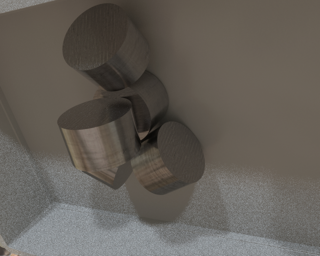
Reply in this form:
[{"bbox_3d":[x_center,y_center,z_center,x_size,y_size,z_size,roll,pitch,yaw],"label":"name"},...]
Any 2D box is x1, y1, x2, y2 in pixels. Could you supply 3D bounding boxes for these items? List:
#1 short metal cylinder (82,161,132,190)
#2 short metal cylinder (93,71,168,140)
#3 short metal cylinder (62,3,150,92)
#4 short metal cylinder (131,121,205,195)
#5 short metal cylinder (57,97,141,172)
[{"bbox_3d":[-0.064,0.038,0.428,0.050,0.080,0.079,26,128,12],"label":"short metal cylinder"},{"bbox_3d":[-0.036,-0.029,0.391,0.080,0.050,0.079,13,124,21],"label":"short metal cylinder"},{"bbox_3d":[-0.058,-0.087,0.340,0.080,0.080,0.050,4,163,26],"label":"short metal cylinder"},{"bbox_3d":[0.011,0.038,0.389,0.050,0.080,0.080,-32,101,39],"label":"short metal cylinder"},{"bbox_3d":[-0.065,0.004,0.343,0.080,0.080,0.050,3,120,26],"label":"short metal cylinder"}]
